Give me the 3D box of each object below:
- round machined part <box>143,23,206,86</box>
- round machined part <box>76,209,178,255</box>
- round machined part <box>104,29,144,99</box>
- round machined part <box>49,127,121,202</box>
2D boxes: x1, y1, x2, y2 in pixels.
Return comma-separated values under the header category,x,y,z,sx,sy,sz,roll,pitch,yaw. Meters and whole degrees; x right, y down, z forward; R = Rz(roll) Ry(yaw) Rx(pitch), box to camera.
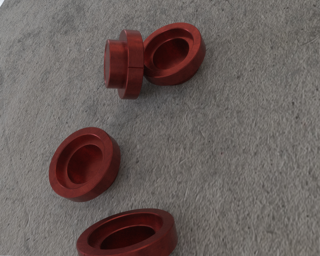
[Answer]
category,x,y,z,sx,sy,sz,roll,pitch,yaw
round machined part,0.019,-0.100,0.445,0.098,0.042,0.098,-13,56,21
round machined part,-0.030,0.121,0.311,0.098,0.098,0.042,-9,97,23
round machined part,-0.055,-0.089,0.439,0.042,0.097,0.098,0,53,-17
round machined part,-0.094,0.051,0.411,0.098,0.042,0.098,-13,56,21
